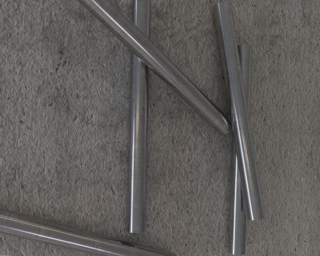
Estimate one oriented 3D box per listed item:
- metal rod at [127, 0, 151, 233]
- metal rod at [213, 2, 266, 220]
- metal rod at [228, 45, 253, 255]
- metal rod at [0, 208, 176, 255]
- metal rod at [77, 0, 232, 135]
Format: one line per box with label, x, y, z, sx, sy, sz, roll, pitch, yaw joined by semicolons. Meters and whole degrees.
metal rod;-0.027;-0.018;0.398;0.025;0.025;0.298;1;90;-20
metal rod;0.109;-0.027;0.428;0.025;0.025;0.298;-6;85;-20
metal rod;0.117;0.031;0.451;0.025;0.025;0.298;2;89;-20
metal rod;-0.116;0.127;0.366;0.302;0.025;0.025;22;83;-19
metal rod;-0.009;-0.087;0.378;0.301;0.025;0.025;40;77;-26
